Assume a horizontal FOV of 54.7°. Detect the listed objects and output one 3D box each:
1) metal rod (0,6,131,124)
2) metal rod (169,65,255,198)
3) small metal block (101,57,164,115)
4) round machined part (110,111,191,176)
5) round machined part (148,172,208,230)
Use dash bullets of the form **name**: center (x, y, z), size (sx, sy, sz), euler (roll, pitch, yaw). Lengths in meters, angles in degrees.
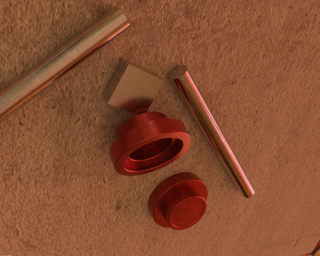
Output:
- **metal rod**: center (-0.157, -0.022, 0.307), size (0.301, 0.025, 0.025), euler (-38, 129, -3)
- **metal rod**: center (0.091, 0.024, 0.471), size (0.025, 0.025, 0.300), euler (-39, 130, -2)
- **small metal block**: center (-0.032, -0.047, 0.361), size (0.050, 0.025, 0.050), euler (20, 107, -36)
- **round machined part**: center (-0.015, 0.016, 0.382), size (0.099, 0.042, 0.098), euler (-19, 152, -10)
- **round machined part**: center (0.034, 0.122, 0.490), size (0.099, 0.042, 0.097), euler (-14, 124, -21)
